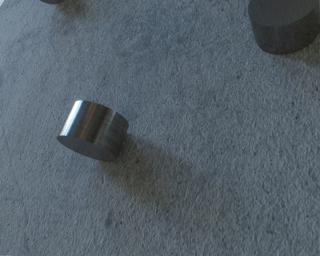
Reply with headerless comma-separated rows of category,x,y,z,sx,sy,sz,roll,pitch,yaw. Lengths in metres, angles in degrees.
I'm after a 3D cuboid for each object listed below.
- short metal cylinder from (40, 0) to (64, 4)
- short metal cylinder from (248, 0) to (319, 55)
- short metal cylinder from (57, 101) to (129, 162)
short metal cylinder,-0.250,-0.331,0.704,0.080,0.080,0.050,-13,56,21
short metal cylinder,0.157,-0.140,0.392,0.080,0.050,0.080,-13,56,21
short metal cylinder,-0.088,0.006,0.411,0.080,0.080,0.050,5,64,30
